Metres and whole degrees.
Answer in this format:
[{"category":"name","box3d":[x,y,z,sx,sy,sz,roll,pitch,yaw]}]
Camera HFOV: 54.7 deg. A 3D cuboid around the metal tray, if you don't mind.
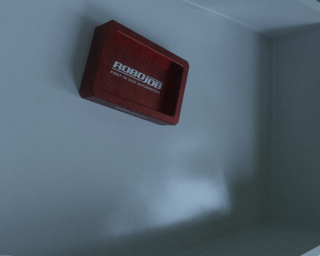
[{"category":"metal tray","box3d":[-0.025,-0.062,0.383,0.131,0.030,0.090,19,78,-39]}]
